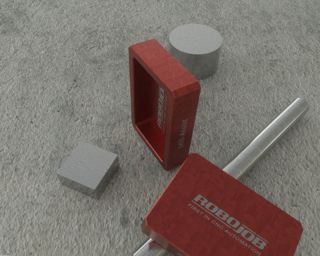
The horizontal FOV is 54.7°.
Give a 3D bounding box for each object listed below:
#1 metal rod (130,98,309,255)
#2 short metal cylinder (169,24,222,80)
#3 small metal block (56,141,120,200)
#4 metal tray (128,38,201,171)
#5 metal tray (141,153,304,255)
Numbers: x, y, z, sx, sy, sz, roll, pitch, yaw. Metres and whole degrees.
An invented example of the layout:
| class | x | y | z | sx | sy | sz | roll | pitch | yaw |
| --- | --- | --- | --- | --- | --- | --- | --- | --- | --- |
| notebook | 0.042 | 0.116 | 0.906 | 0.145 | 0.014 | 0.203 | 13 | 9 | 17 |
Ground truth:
| class | x | y | z | sx | sy | sz | roll | pitch | yaw |
| --- | --- | --- | --- | --- | --- | --- | --- | --- | --- |
| metal rod | 0.088 | 0.049 | 0.362 | 0.302 | 0.025 | 0.025 | -37 | 59 | -27 |
| short metal cylinder | 0.054 | -0.120 | 0.489 | 0.081 | 0.050 | 0.080 | 0 | 50 | 0 |
| small metal block | -0.082 | 0.049 | 0.361 | 0.050 | 0.025 | 0.050 | 19 | 52 | 15 |
| metal tray | 0.000 | -0.022 | 0.353 | 0.030 | 0.129 | 0.090 | -24 | 54 | -22 |
| metal tray | 0.060 | 0.095 | 0.297 | 0.130 | 0.030 | 0.090 | 34 | 60 | 8 |
